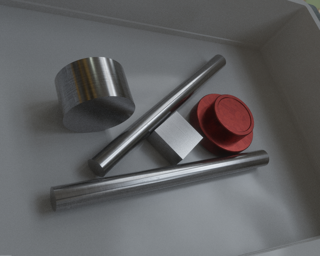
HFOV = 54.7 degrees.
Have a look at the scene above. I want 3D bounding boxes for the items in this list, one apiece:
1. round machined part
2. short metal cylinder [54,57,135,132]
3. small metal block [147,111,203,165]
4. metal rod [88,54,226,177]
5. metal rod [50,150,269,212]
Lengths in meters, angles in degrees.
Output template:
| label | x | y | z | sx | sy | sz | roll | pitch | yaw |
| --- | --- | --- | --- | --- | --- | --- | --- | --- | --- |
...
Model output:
| label | x | y | z | sx | sy | sz | roll | pitch | yaw |
| --- | --- | --- | --- | --- | --- | --- | --- | --- | --- |
| round machined part | 0.097 | -0.010 | 0.451 | 0.099 | 0.042 | 0.098 | 14 | 56 | -21 |
| short metal cylinder | -0.074 | -0.035 | 0.352 | 0.081 | 0.080 | 0.050 | -5 | 65 | -31 |
| small metal block | 0.020 | 0.014 | 0.407 | 0.050 | 0.025 | 0.050 | 46 | 51 | 3 |
| metal rod | 0.016 | -0.035 | 0.435 | 0.025 | 0.025 | 0.302 | 45 | 51 | 3 |
| metal rod | 0.024 | 0.057 | 0.383 | 0.303 | 0.025 | 0.025 | -6 | 65 | -31 |
